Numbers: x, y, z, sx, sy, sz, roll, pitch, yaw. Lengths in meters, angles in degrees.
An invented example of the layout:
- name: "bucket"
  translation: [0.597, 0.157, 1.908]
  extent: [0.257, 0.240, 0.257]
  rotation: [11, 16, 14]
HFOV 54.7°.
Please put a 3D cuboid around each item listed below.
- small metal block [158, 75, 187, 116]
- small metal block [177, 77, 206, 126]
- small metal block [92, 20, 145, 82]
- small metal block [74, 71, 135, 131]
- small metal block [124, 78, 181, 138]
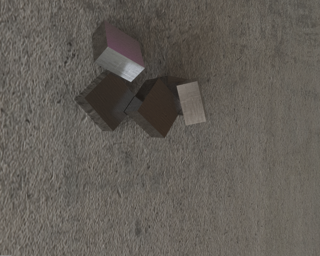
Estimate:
- name: "small metal block"
  translation: [0.021, -0.042, 0.426]
  extent: [0.050, 0.025, 0.050]
  rotation: [2, 89, -40]
- name: "small metal block"
  translation: [0.041, -0.035, 0.394]
  extent: [0.050, 0.025, 0.050]
  rotation: [-60, 137, -73]
- name: "small metal block"
  translation: [-0.048, -0.087, 0.352]
  extent: [0.050, 0.025, 0.050]
  rotation: [24, 38, -38]
- name: "small metal block"
  translation: [-0.060, -0.031, 0.357]
  extent: [0.050, 0.025, 0.050]
  rotation: [-52, 121, -27]
- name: "small metal block"
  translation: [-0.006, -0.023, 0.369]
  extent: [0.050, 0.025, 0.050]
  rotation: [45, 63, -31]
